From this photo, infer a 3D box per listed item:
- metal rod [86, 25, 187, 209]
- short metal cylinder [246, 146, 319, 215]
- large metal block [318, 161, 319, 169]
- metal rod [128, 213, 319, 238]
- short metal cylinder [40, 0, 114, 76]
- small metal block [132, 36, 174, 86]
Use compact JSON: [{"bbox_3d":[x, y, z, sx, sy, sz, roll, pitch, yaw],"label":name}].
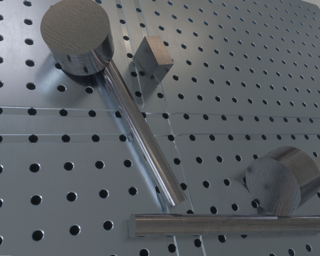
[{"bbox_3d":[-0.048,-0.037,0.404,0.025,0.025,0.299,-18,71,-35],"label":"metal rod"},{"bbox_3d":[0.165,0.070,0.419,0.050,0.080,0.080,-19,72,-35],"label":"short metal cylinder"},{"bbox_3d":[0.308,0.080,0.509,0.081,0.050,0.080,-34,81,-38],"label":"large metal block"},{"bbox_3d":[0.107,0.122,0.391,0.302,0.025,0.025,8,59,-24],"label":"metal rod"},{"bbox_3d":[-0.100,-0.113,0.388,0.081,0.050,0.080,1,72,-2],"label":"short metal cylinder"},{"bbox_3d":[-0.011,-0.096,0.444,0.025,0.050,0.050,-11,68,-33],"label":"small metal block"}]
